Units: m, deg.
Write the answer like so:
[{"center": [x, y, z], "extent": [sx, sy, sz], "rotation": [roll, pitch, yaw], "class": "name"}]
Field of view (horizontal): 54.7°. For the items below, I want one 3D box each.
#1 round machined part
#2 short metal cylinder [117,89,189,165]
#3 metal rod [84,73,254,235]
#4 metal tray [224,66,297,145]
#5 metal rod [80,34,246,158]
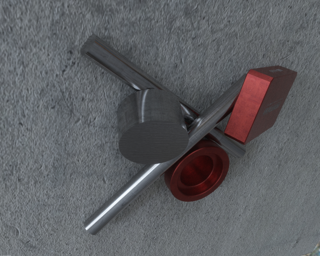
[{"center": [0.050, 0.058, 0.461], "extent": [0.099, 0.042, 0.097], "rotation": [-14, 124, -21], "class": "round machined part"}, {"center": [-0.010, 0.000, 0.370], "extent": [0.081, 0.050, 0.080], "rotation": [-6, 138, -5], "class": "short metal cylinder"}, {"center": [0.008, 0.041, 0.416], "extent": [0.300, 0.025, 0.025], "rotation": [-43, 130, 10], "class": "metal rod"}, {"center": [0.141, -0.036, 0.423], "extent": [0.131, 0.030, 0.089], "rotation": [-19, 132, -53], "class": "metal tray"}, {"center": [0.027, -0.024, 0.410], "extent": [0.301, 0.025, 0.025], "rotation": [31, 101, -38], "class": "metal rod"}]
